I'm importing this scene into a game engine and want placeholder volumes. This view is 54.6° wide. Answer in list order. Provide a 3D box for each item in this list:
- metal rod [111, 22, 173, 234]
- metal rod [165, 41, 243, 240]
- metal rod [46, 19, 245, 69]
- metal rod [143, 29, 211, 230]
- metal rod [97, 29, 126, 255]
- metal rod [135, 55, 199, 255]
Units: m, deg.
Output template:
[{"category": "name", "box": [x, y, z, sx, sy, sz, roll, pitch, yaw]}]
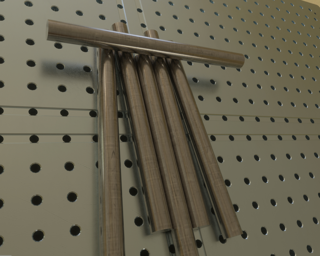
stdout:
[{"category": "metal rod", "box": [-0.030, -0.018, 0.403, 0.025, 0.025, 0.299, 1, 61, -28]}, {"category": "metal rod", "box": [0.050, 0.000, 0.435, 0.025, 0.025, 0.299, -2, 63, -29]}, {"category": "metal rod", "box": [-0.002, -0.115, 0.444, 0.302, 0.025, 0.025, 2, 61, -27]}, {"category": "metal rod", "box": [0.016, -0.015, 0.427, 0.025, 0.025, 0.299, 1, 61, -28]}, {"category": "metal rod", "box": [-0.062, -0.002, 0.374, 0.025, 0.025, 0.299, 7, 59, -25]}, {"category": "metal rod", "box": [0.005, 0.031, 0.391, 0.025, 0.025, 0.299, 1, 62, -28]}]
